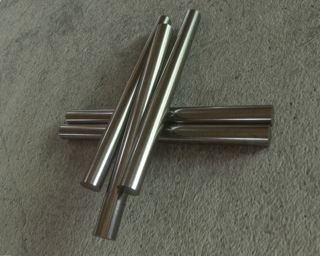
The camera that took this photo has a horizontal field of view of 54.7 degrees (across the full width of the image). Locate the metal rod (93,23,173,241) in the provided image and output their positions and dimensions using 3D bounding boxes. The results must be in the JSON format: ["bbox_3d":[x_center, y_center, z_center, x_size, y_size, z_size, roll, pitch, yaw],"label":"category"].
[{"bbox_3d":[-0.026,-0.014,0.393,0.025,0.025,0.300,0,61,28],"label":"metal rod"}]

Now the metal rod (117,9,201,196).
[{"bbox_3d":[0.009,-0.054,0.405,0.025,0.025,0.300,1,54,28],"label":"metal rod"}]

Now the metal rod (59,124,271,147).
[{"bbox_3d":[-0.013,0.007,0.408,0.300,0.025,0.025,0,62,28],"label":"metal rod"}]

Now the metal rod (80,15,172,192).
[{"bbox_3d":[-0.036,-0.054,0.429,0.025,0.025,0.300,1,54,28],"label":"metal rod"}]

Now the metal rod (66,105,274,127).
[{"bbox_3d":[-0.006,-0.015,0.418,0.300,0.025,0.025,0,62,28],"label":"metal rod"}]
